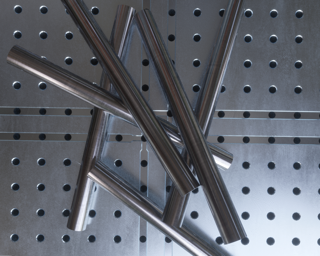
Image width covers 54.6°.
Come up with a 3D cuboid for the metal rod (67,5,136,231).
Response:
[{"bbox_3d":[-0.078,-0.013,0.412,0.025,0.025,0.299,13,90,0],"label":"metal rod"}]

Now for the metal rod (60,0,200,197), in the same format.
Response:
[{"bbox_3d":[-0.044,-0.053,0.377,0.025,0.025,0.299,-32,77,0],"label":"metal rod"}]

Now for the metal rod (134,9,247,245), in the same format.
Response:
[{"bbox_3d":[0.027,-0.017,0.366,0.025,0.025,0.299,-21,71,0],"label":"metal rod"}]

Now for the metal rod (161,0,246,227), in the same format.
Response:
[{"bbox_3d":[0.058,-0.028,0.388,0.025,0.025,0.299,18,80,0],"label":"metal rod"}]

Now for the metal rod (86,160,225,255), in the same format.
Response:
[{"bbox_3d":[0.033,0.143,0.402,0.300,0.025,0.025,38,90,-5],"label":"metal rod"}]

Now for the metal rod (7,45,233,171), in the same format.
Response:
[{"bbox_3d":[-0.042,-0.021,0.391,0.301,0.025,0.025,27,90,-9],"label":"metal rod"}]
